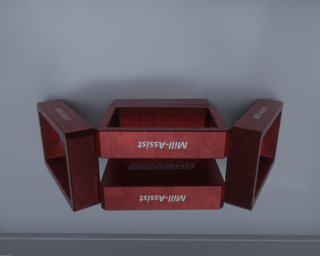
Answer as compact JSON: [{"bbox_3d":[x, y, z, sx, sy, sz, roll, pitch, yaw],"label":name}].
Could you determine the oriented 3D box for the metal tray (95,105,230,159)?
[{"bbox_3d":[0.003,0.001,0.343,0.131,0.090,0.030,0,110,-1],"label":"metal tray"}]

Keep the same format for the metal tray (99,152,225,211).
[{"bbox_3d":[0.002,0.058,0.364,0.131,0.090,0.030,0,110,-1],"label":"metal tray"}]

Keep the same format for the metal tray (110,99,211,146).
[{"bbox_3d":[0.002,0.009,0.410,0.131,0.030,0.089,-1,110,-1],"label":"metal tray"}]

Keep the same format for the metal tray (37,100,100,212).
[{"bbox_3d":[-0.110,0.026,0.364,0.030,0.130,0.089,-12,114,-30],"label":"metal tray"}]

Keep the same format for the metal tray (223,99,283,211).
[{"bbox_3d":[0.113,0.024,0.365,0.030,0.131,0.089,12,113,27],"label":"metal tray"}]
